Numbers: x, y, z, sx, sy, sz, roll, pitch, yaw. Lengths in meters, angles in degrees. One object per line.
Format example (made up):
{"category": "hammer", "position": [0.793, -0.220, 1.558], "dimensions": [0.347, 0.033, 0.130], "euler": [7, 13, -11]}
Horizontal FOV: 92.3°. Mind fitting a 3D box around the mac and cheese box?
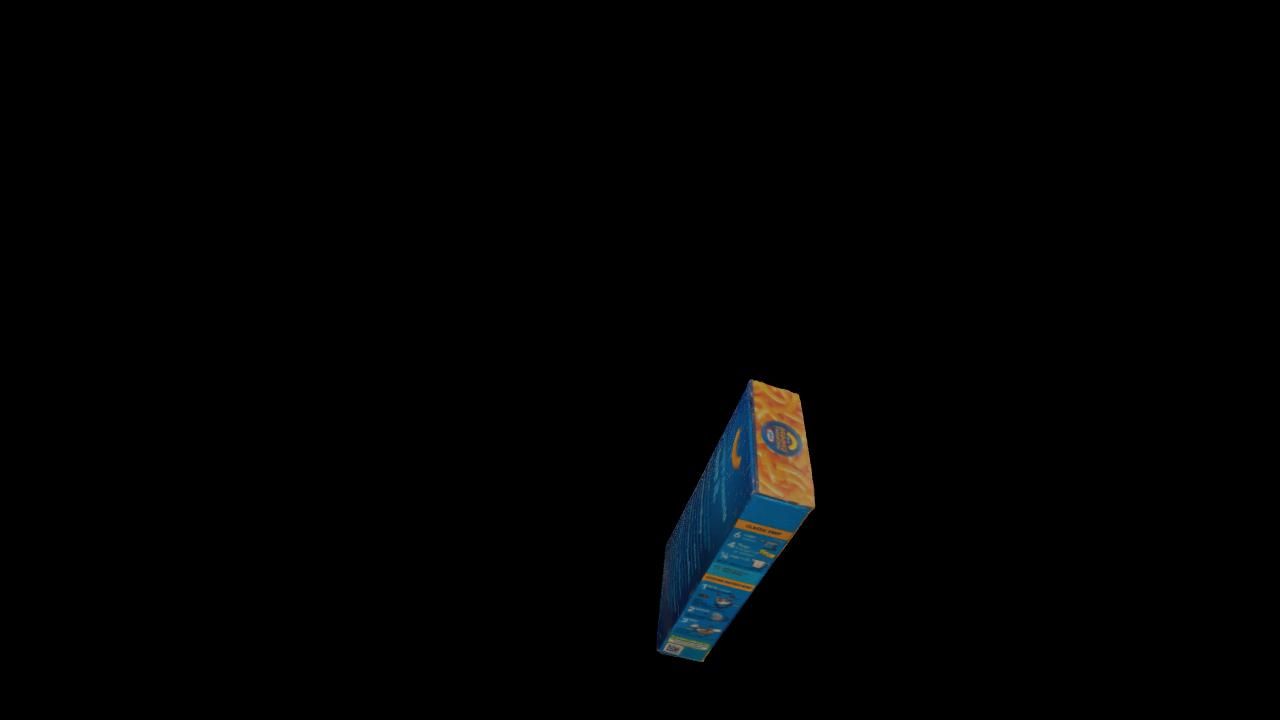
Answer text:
{"category": "mac and cheese box", "position": [0.056, 0.112, 0.406], "dimensions": [0.041, 0.184, 0.093], "euler": [16, 39, -4]}
